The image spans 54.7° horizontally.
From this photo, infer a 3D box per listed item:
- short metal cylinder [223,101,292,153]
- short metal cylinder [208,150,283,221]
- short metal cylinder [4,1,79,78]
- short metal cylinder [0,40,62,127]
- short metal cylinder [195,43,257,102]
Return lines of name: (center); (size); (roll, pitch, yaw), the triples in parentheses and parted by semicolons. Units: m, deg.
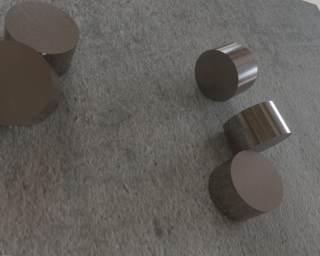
short metal cylinder: (0.138, 0.004, 0.443); (0.081, 0.080, 0.050); (-10, 67, -33)
short metal cylinder: (0.111, 0.076, 0.404); (0.081, 0.050, 0.080); (14, 56, -21)
short metal cylinder: (-0.144, -0.105, 0.375); (0.081, 0.050, 0.080); (14, 56, -21)
short metal cylinder: (-0.145, -0.042, 0.313); (0.081, 0.050, 0.080); (0, 88, -8)
short metal cylinder: (0.101, -0.086, 0.477); (0.050, 0.080, 0.080); (-27, 77, -37)
